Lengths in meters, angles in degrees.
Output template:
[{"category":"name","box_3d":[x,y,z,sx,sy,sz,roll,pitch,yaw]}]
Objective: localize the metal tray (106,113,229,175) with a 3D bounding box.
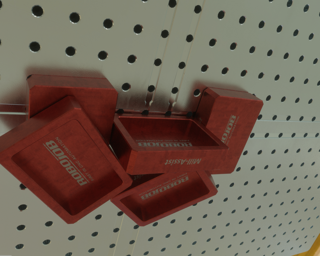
[{"category":"metal tray","box_3d":[0.008,0.017,0.384,0.131,0.090,0.030,1,118,-30]}]

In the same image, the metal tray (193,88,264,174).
[{"category":"metal tray","box_3d":[0.090,0.009,0.463,0.091,0.030,0.129,3,117,-30]}]

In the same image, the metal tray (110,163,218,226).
[{"category":"metal tray","box_3d":[0.006,0.086,0.442,0.130,0.030,0.090,-26,131,10]}]

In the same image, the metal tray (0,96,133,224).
[{"category":"metal tray","box_3d":[-0.098,0.040,0.339,0.090,0.030,0.130,-33,130,-7]}]

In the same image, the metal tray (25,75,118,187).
[{"category":"metal tray","box_3d":[-0.105,0.007,0.356,0.091,0.030,0.129,-1,120,-28]}]
